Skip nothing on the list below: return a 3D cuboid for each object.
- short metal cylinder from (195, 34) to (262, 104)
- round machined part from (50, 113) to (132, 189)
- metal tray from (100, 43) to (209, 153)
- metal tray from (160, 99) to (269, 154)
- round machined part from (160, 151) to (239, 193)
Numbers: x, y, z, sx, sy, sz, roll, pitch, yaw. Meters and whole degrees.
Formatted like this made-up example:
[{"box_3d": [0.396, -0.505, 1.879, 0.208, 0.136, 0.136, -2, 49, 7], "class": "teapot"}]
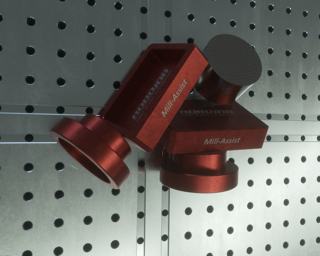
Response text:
[{"box_3d": [0.088, -0.079, 0.418, 0.081, 0.050, 0.080, 8, 64, -16], "class": "short metal cylinder"}, {"box_3d": [-0.071, 0.022, 0.349, 0.098, 0.098, 0.042, 46, 68, -15], "class": "round machined part"}, {"box_3d": [-0.011, -0.042, 0.372, 0.030, 0.090, 0.130, 42, 76, -37], "class": "metal tray"}, {"box_3d": [0.059, -0.006, 0.399, 0.131, 0.090, 0.030, -2, 118, -20], "class": "metal tray"}, {"box_3d": [0.049, 0.046, 0.391, 0.099, 0.098, 0.042, -2, 98, -20], "class": "round machined part"}]
